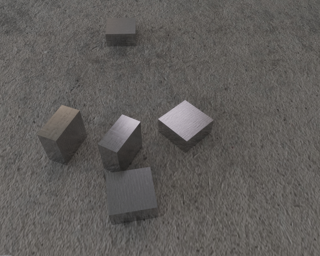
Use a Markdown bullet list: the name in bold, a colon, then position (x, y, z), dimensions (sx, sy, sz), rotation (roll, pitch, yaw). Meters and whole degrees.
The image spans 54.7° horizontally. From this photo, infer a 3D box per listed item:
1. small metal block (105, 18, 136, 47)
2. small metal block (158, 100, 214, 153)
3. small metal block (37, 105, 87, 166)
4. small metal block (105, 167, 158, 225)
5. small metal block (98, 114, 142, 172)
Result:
- **small metal block**: position (-0.067, -0.169, 0.545), dimensions (0.050, 0.025, 0.050), rotation (-2, 50, -2)
- **small metal block**: position (0.033, -0.003, 0.406), dimensions (0.050, 0.025, 0.050), rotation (-36, 59, -27)
- **small metal block**: position (-0.117, 0.009, 0.378), dimensions (0.025, 0.050, 0.050), rotation (17, 52, 14)
- **small metal block**: position (-0.031, 0.074, 0.341), dimensions (0.050, 0.025, 0.050), rotation (-8, 51, -7)
- **small metal block**: position (-0.045, 0.021, 0.369), dimensions (0.025, 0.050, 0.050), rotation (22, 54, 17)
